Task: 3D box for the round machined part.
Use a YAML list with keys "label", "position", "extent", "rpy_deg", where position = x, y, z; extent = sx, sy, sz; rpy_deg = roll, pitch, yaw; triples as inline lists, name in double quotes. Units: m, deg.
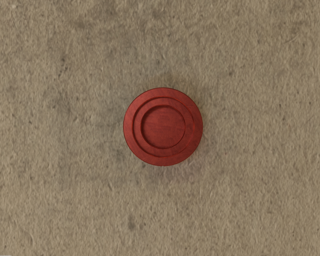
- label: "round machined part"
  position: [0.004, -0.001, 0.402]
  extent: [0.099, 0.042, 0.097]
  rpy_deg: [0, 90, -1]
